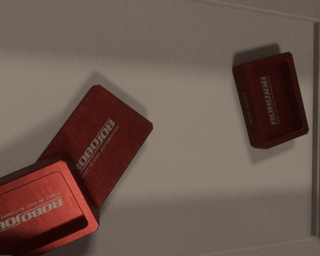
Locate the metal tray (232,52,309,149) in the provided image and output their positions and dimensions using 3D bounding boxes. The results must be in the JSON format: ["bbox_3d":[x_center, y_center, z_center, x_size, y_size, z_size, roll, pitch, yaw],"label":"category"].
[{"bbox_3d":[0.170,-0.042,0.472,0.091,0.030,0.129,-17,96,-20],"label":"metal tray"}]

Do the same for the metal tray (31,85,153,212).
[{"bbox_3d":[-0.081,0.024,0.379,0.090,0.030,0.130,37,78,-17],"label":"metal tray"}]

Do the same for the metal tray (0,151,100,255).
[{"bbox_3d":[-0.142,0.092,0.332,0.131,0.030,0.090,-23,107,-5],"label":"metal tray"}]
